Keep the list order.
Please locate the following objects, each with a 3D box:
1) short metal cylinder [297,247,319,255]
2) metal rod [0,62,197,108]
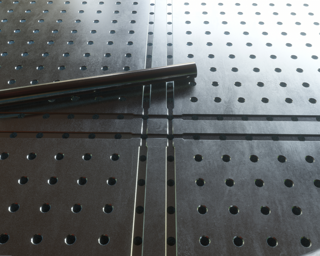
[{"bbox_3d":[0.145,0.141,0.254,0.050,0.080,0.080,-14,52,-12],"label":"short metal cylinder"},{"bbox_3d":[-0.093,-0.065,0.461,0.302,0.025,0.025,-10,51,-9],"label":"metal rod"}]
